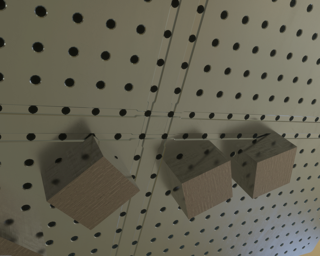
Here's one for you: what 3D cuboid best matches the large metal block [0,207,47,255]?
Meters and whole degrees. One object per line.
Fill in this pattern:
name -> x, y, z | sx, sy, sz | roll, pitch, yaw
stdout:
large metal block -> -0.201, 0.151, 0.378 | 0.080, 0.050, 0.080 | -41, 129, -1

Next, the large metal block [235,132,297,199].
large metal block -> 0.179, 0.063, 0.530 | 0.081, 0.050, 0.080 | -18, 126, -18

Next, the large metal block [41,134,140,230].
large metal block -> -0.086, 0.069, 0.390 | 0.080, 0.050, 0.080 | -39, 129, -2

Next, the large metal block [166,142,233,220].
large metal block -> 0.062, 0.081, 0.478 | 0.080, 0.050, 0.080 | -23, 127, -15
